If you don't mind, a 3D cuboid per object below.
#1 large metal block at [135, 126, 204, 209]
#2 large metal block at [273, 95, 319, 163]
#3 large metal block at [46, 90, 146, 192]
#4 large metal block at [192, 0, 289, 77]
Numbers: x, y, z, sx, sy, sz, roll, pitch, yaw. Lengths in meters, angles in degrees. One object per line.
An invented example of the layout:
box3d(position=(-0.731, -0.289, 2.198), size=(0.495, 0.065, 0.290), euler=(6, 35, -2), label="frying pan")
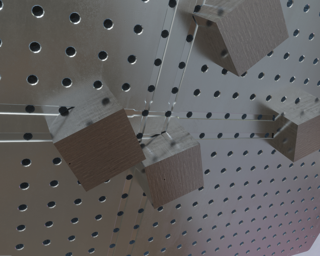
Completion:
box3d(position=(0.012, 0.055, 0.437), size=(0.081, 0.050, 0.080), euler=(-22, 127, -16), label="large metal block")
box3d(position=(0.246, 0.000, 0.533), size=(0.081, 0.050, 0.080), euler=(-23, 127, -15), label="large metal block")
box3d(position=(-0.073, 0.015, 0.365), size=(0.080, 0.050, 0.080), euler=(-28, 128, -11), label="large metal block")
box3d(position=(0.099, -0.124, 0.374), size=(0.080, 0.050, 0.080), euler=(-39, 130, -2), label="large metal block")
